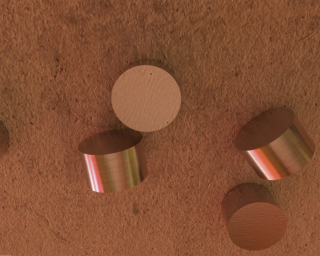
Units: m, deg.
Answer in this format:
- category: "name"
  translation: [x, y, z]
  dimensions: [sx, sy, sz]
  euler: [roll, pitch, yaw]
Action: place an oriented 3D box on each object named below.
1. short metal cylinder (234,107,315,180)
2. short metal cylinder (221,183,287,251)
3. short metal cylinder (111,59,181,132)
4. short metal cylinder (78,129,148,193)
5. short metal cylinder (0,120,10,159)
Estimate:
- category: "short metal cylinder"
  translation: [0.142, 0.019, 0.388]
  dimensions: [0.080, 0.080, 0.050]
  euler: [-36, 106, 12]
- category: "short metal cylinder"
  translation: [0.132, 0.126, 0.444]
  dimensions: [0.081, 0.050, 0.079]
  euler: [0, 110, 0]
- category: "short metal cylinder"
  translation: [-0.016, -0.041, 0.381]
  dimensions: [0.081, 0.050, 0.079]
  euler: [0, 110, 0]
- category: "short metal cylinder"
  translation: [-0.058, 0.039, 0.394]
  dimensions: [0.080, 0.080, 0.050]
  euler: [-7, 110, 2]
- category: "short metal cylinder"
  translation: [-0.247, 0.020, 0.402]
  dimensions: [0.081, 0.050, 0.079]
  euler: [0, 110, 0]
